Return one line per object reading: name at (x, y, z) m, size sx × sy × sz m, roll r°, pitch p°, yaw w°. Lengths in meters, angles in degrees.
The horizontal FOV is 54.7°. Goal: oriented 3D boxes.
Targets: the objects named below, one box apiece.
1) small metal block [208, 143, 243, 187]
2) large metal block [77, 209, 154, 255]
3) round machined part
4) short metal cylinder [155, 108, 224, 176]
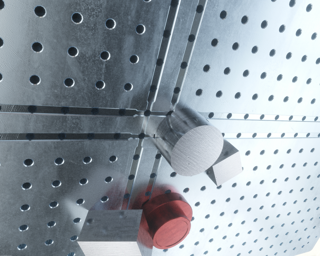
small metal block at (0.104, 0.060, 0.505) m, size 0.050 × 0.025 × 0.050 m, roll -28°, pitch 128°, yaw -11°
large metal block at (-0.059, 0.162, 0.441) m, size 0.080 × 0.050 × 0.080 m, roll -4°, pitch 127°, yaw 11°
round machined part at (0.011, 0.157, 0.503) m, size 0.099 × 0.042 × 0.097 m, roll -14°, pitch 124°, yaw -21°
short metal cylinder at (0.040, 0.020, 0.429) m, size 0.081 × 0.050 × 0.079 m, roll -14°, pitch 124°, yaw -21°
